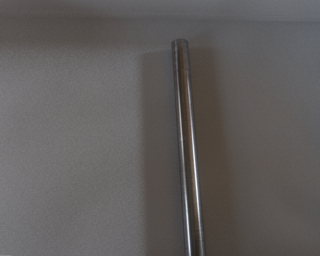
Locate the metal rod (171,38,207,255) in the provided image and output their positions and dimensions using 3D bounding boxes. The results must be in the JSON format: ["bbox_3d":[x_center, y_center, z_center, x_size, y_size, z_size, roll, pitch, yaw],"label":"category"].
[{"bbox_3d":[0.035,0.016,0.404,0.025,0.025,0.299,-2,70,-1],"label":"metal rod"}]
